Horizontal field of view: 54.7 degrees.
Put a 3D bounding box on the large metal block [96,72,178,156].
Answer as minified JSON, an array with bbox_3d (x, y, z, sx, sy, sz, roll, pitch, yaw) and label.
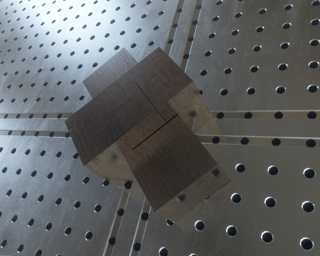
[{"bbox_3d":[-0.026,-0.011,0.392,0.050,0.080,0.080,-38,51,3],"label":"large metal block"}]

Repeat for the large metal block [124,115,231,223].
[{"bbox_3d":[0.018,0.046,0.353,0.080,0.050,0.080,-38,51,3],"label":"large metal block"}]

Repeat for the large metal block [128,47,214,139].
[{"bbox_3d":[0.014,-0.042,0.390,0.050,0.080,0.080,-38,51,3],"label":"large metal block"}]

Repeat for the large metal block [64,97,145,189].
[{"bbox_3d":[-0.065,0.020,0.394,0.050,0.080,0.080,-38,51,3],"label":"large metal block"}]

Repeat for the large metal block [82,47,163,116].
[{"bbox_3d":[-0.054,-0.058,0.451,0.080,0.050,0.080,-39,51,2],"label":"large metal block"}]
